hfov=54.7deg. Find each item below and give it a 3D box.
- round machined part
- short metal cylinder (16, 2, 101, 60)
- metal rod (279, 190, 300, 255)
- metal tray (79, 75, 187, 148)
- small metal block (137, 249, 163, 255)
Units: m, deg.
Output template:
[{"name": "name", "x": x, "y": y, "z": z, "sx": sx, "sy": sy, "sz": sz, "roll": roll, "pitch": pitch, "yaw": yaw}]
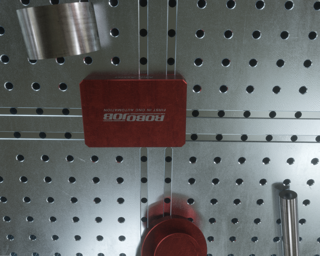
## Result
[{"name": "round machined part", "x": 0.022, "y": 0.182, "z": 0.452, "sx": 0.099, "sy": 0.042, "sz": 0.097, "roll": 0, "pitch": 88, "yaw": -9}, {"name": "short metal cylinder", "x": -0.110, "y": -0.108, "z": 0.343, "sx": 0.080, "sy": 0.080, "sz": 0.050, "roll": -6, "pitch": 110, "yaw": 2}, {"name": "metal rod", "x": 0.214, "y": 0.234, "z": 0.501, "sx": 0.025, "sy": 0.025, "sz": 0.298, "roll": -10, "pitch": 110, "yaw": 4}, {"name": "metal tray", "x": -0.032, "y": -0.022, "z": 0.402, "sx": 0.131, "sy": 0.030, "sz": 0.089, "roll": 0, "pitch": 110, "yaw": 0}, {"name": "small metal block", "x": -0.009, "y": 0.207, "z": 0.489, "sx": 0.050, "sy": 0.025, "sz": 0.050, "roll": 21, "pitch": 109, "yaw": -8}]
